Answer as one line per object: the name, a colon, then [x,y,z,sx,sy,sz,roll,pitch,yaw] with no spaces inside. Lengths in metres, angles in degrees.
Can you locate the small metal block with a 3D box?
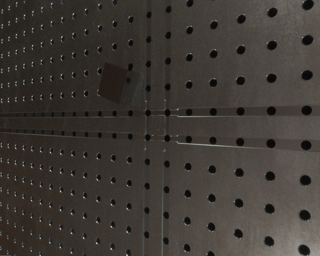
small metal block: [-0.062,-0.065,0.458,0.050,0.025,0.050,26,106,36]
